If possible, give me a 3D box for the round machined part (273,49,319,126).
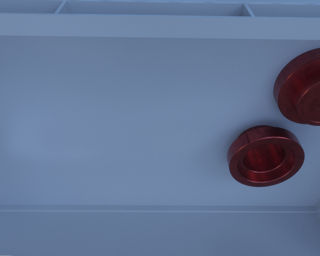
[{"bbox_3d":[0.190,-0.041,0.365,0.099,0.042,0.097,0,130,0],"label":"round machined part"}]

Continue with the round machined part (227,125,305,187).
[{"bbox_3d":[0.142,0.034,0.428,0.099,0.042,0.097,0,130,0],"label":"round machined part"}]
